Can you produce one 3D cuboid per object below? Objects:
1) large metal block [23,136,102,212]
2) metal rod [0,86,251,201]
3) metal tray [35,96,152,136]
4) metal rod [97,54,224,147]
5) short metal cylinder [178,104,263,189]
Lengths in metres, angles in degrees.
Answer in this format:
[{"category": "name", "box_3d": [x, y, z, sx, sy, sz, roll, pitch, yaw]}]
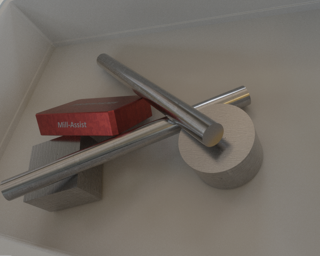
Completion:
[{"category": "large metal block", "box_3d": [-0.125, 0.058, 0.412, 0.080, 0.050, 0.080, -18, 55, 17]}, {"category": "metal rod", "box_3d": [-0.037, 0.016, 0.364, 0.302, 0.025, 0.025, -22, 53, -3]}, {"category": "metal tray", "box_3d": [-0.088, -0.018, 0.421, 0.130, 0.030, 0.091, 0, 18, 29]}, {"category": "metal rod", "box_3d": [-0.022, -0.054, 0.410, 0.025, 0.025, 0.300, -46, 39, -4]}, {"category": "short metal cylinder", "box_3d": [0.067, 0.020, 0.338, 0.080, 0.050, 0.080, -13, 56, 20]}]
